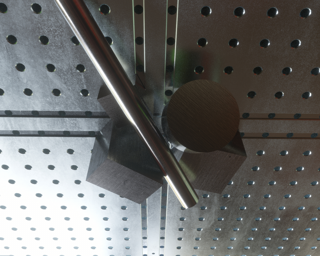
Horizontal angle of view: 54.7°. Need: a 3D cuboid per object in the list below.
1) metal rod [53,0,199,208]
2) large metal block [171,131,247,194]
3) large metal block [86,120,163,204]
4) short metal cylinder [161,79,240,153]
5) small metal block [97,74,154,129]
[{"bbox_3d":[-0.028,-0.019,0.355,0.025,0.025,0.299,-22,116,17],"label":"metal rod"},{"bbox_3d":[0.061,0.041,0.430,0.081,0.050,0.079,13,129,-12],"label":"large metal block"},{"bbox_3d":[-0.043,0.041,0.410,0.080,0.080,0.050,30,124,-23],"label":"large metal block"},{"bbox_3d":[0.044,-0.011,0.358,0.081,0.080,0.050,7,173,-6],"label":"short metal cylinder"},{"bbox_3d":[-0.041,-0.032,0.384,0.050,0.025,0.050,-19,128,15],"label":"small metal block"}]
